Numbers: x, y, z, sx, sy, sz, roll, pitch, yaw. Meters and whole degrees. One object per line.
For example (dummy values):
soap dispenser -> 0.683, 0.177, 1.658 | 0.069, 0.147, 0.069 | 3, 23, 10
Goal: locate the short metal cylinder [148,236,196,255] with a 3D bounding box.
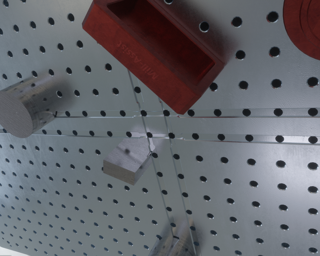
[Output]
short metal cylinder -> 0.017, 0.235, 0.531 | 0.080, 0.050, 0.079 | 13, 124, 21

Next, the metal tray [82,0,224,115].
metal tray -> -0.002, -0.083, 0.318 | 0.130, 0.090, 0.030 | 42, 129, -1

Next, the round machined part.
round machined part -> 0.154, -0.101, 0.257 | 0.098, 0.042, 0.097 | 13, 124, 21

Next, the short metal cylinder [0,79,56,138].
short metal cylinder -> -0.214, -0.031, 0.489 | 0.080, 0.050, 0.079 | 13, 124, 21

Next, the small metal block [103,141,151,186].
small metal block -> -0.047, 0.050, 0.451 | 0.050, 0.050, 0.025 | 20, 126, 16
